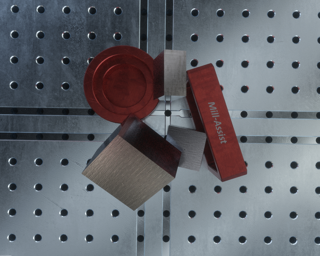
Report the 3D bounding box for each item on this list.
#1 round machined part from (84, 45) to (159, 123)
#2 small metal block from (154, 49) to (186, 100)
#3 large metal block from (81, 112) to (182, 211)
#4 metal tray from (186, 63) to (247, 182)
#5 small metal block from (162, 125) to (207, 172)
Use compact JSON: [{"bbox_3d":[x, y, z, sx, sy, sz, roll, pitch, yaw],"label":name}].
[{"bbox_3d":[-0.046,-0.054,0.404,0.099,0.042,0.097,0,90,-1],"label":"round machined part"},{"bbox_3d":[0.010,-0.059,0.360,0.025,0.050,0.050,0,89,-14],"label":"small metal block"},{"bbox_3d":[-0.033,0.042,0.378,0.080,0.050,0.080,39,122,-11],"label":"large metal block"},{"bbox_3d":[0.063,-0.006,0.382,0.030,0.090,0.129,-18,90,0],"label":"metal tray"},{"bbox_3d":[0.033,0.026,0.409,0.050,0.025,0.050,12,94,10],"label":"small metal block"}]
